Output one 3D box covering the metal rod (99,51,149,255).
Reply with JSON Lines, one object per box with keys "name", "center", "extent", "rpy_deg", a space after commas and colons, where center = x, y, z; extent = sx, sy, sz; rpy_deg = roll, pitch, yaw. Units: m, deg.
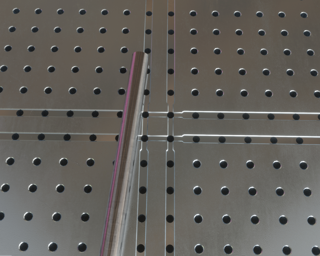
{"name": "metal rod", "center": [-0.045, 0.036, 0.398], "extent": [0.025, 0.025, 0.299], "rpy_deg": [6, 70, 2]}
